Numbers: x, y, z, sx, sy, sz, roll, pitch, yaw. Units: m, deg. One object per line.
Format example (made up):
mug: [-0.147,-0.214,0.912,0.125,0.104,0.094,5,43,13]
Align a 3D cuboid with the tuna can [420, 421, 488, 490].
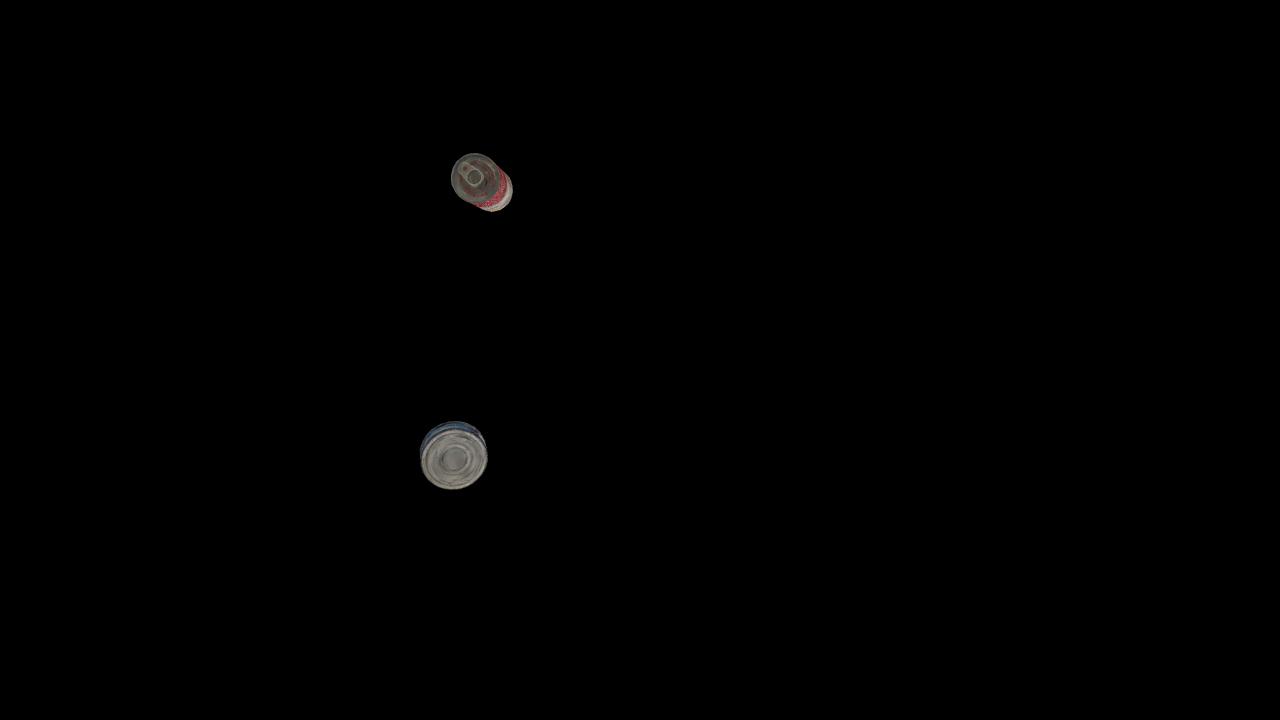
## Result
tuna can: [-0.239,0.123,0.792,0.084,0.084,0.034,0,11,-19]

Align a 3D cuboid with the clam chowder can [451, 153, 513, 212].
clam chowder can: [-0.225,-0.253,0.887,0.068,0.068,0.102,0,6,-2]
